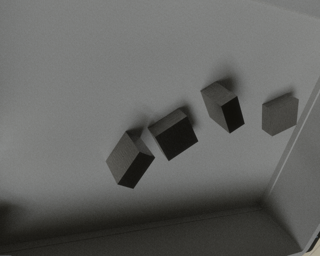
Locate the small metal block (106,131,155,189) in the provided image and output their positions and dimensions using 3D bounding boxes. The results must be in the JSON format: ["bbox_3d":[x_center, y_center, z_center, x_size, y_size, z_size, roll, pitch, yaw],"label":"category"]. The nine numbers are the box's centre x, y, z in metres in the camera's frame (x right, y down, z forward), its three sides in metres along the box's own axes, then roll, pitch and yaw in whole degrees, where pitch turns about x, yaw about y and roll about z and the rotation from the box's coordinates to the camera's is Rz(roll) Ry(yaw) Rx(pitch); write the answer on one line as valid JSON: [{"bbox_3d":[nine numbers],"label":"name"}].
[{"bbox_3d":[-0.039,0.040,0.396,0.025,0.050,0.050,26,104,-37],"label":"small metal block"}]

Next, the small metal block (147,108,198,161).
[{"bbox_3d":[0.018,0.009,0.424,0.050,0.025,0.050,-33,129,-7],"label":"small metal block"}]

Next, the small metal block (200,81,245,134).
[{"bbox_3d":[0.085,-0.028,0.421,0.025,0.050,0.050,-33,129,-7],"label":"small metal block"}]

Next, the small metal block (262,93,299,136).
[{"bbox_3d":[0.194,-0.021,0.501,0.050,0.025,0.050,-23,127,-14],"label":"small metal block"}]
